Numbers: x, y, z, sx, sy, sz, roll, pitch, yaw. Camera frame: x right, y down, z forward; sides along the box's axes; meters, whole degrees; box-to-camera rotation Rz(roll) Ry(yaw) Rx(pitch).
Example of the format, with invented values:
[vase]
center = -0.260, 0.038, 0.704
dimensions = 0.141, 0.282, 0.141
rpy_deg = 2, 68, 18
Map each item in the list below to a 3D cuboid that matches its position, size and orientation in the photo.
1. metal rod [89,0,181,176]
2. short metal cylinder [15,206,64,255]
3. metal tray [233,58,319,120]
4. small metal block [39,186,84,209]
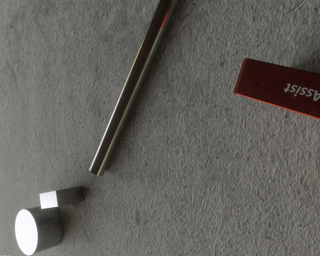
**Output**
[metal rod]
center = -0.037, -0.060, 0.433
dimensions = 0.025, 0.025, 0.298
rpy_deg = 39, 113, 33
[short metal cylinder]
center = -0.222, 0.184, 0.568
dimensions = 0.080, 0.050, 0.079
rpy_deg = 0, 90, 39
[metal tray]
center = 0.138, -0.022, 0.247
dimensions = 0.130, 0.091, 0.030
rpy_deg = 24, 106, 37
[small metal block]
center = -0.165, 0.117, 0.522
dimensions = 0.050, 0.050, 0.025
rpy_deg = -17, 79, 38
